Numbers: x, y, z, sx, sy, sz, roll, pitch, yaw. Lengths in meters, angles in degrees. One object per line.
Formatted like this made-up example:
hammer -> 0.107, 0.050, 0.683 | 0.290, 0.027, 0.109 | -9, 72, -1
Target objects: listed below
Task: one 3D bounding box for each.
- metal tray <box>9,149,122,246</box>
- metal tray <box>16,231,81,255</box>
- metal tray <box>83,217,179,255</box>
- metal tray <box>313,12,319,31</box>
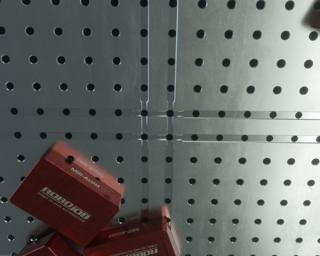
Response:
metal tray -> -0.133, 0.102, 0.447 | 0.130, 0.030, 0.090 | 37, 106, -13
metal tray -> -0.150, 0.227, 0.474 | 0.090, 0.030, 0.130 | -31, 103, 27
metal tray -> -0.041, 0.198, 0.483 | 0.130, 0.030, 0.090 | -16, 110, 5
metal tray -> 0.254, -0.157, 0.354 | 0.090, 0.030, 0.129 | 24, 108, -9
